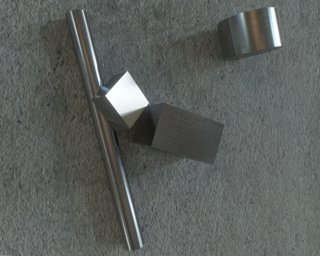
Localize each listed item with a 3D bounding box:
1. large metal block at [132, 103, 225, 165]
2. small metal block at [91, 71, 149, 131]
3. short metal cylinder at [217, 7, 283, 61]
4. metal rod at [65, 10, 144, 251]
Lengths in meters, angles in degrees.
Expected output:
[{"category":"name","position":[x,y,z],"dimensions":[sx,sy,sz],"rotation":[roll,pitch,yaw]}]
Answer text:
[{"category":"large metal block","position":[0.020,0.007,0.388],"dimensions":[0.081,0.080,0.050],"rotation":[18,84,-20]},{"category":"small metal block","position":[-0.047,-0.032,0.376],"dimensions":[0.050,0.025,0.050],"rotation":[56,46,-27]},{"category":"short metal cylinder","position":[0.123,-0.127,0.427],"dimensions":[0.081,0.080,0.050],"rotation":[-14,95,-20]},{"category":"metal rod","position":[-0.067,0.007,0.384],"dimensions":[0.025,0.025,0.298],"rotation":[-15,95,-20]}]
